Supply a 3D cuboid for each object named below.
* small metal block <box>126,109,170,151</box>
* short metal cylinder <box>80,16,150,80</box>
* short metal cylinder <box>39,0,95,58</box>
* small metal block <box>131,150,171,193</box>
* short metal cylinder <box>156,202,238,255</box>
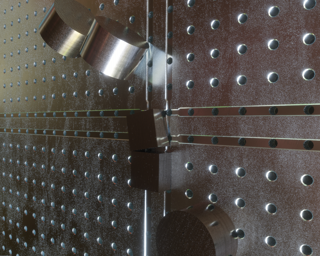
[{"bbox_3d":[-0.017,0.003,0.424,0.050,0.025,0.050,-12,83,39],"label":"small metal block"},{"bbox_3d":[-0.062,-0.110,0.425,0.080,0.081,0.050,48,119,29],"label":"short metal cylinder"},{"bbox_3d":[-0.141,-0.158,0.490,0.050,0.081,0.080,-39,66,33],"label":"short metal cylinder"},{"bbox_3d":[-0.013,0.057,0.420,0.050,0.025,0.050,2,91,40],"label":"small metal block"},{"bbox_3d":[0.042,0.131,0.358,0.080,0.050,0.079,0,90,40],"label":"short metal cylinder"}]
